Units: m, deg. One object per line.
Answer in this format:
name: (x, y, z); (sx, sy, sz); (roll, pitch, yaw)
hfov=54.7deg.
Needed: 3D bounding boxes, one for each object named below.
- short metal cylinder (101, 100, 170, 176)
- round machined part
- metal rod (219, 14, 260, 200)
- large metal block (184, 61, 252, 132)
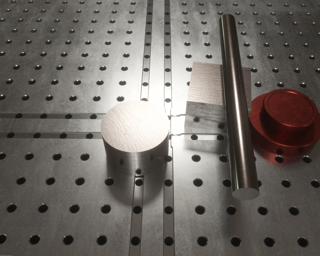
short metal cylinder: (-0.029, 0.012, 0.381); (0.081, 0.050, 0.080); (0, 50, 0)
round machined part: (0.167, -0.015, 0.411); (0.099, 0.042, 0.098); (0, 50, 0)
metal rod: (0.093, -0.052, 0.387); (0.025, 0.025, 0.300); (4, 50, 3)
large metal block: (0.080, -0.043, 0.429); (0.080, 0.050, 0.080); (8, 50, 6)
